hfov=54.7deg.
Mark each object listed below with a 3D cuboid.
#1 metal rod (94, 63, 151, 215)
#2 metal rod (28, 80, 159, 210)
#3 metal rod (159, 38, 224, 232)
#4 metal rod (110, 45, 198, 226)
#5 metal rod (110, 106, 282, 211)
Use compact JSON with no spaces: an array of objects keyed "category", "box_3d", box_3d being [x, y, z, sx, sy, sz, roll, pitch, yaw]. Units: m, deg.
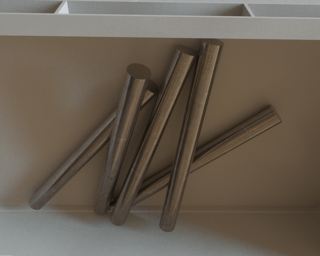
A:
[{"category":"metal rod","box_3d":[-0.060,0.039,0.417,0.025,0.025,0.298,12,137,-10]},{"category":"metal rod","box_3d":[-0.108,0.037,0.439,0.025,0.025,0.299,33,123,-25]},{"category":"metal rod","box_3d":[0.034,0.031,0.411,0.025,0.025,0.298,7,123,-6]},{"category":"metal rod","box_3d":[-0.019,0.031,0.417,0.025,0.025,0.298,15,123,-12]},{"category":"metal rod","box_3d":[0.037,0.058,0.458,0.299,0.025,0.025,-34,122,25]}]
